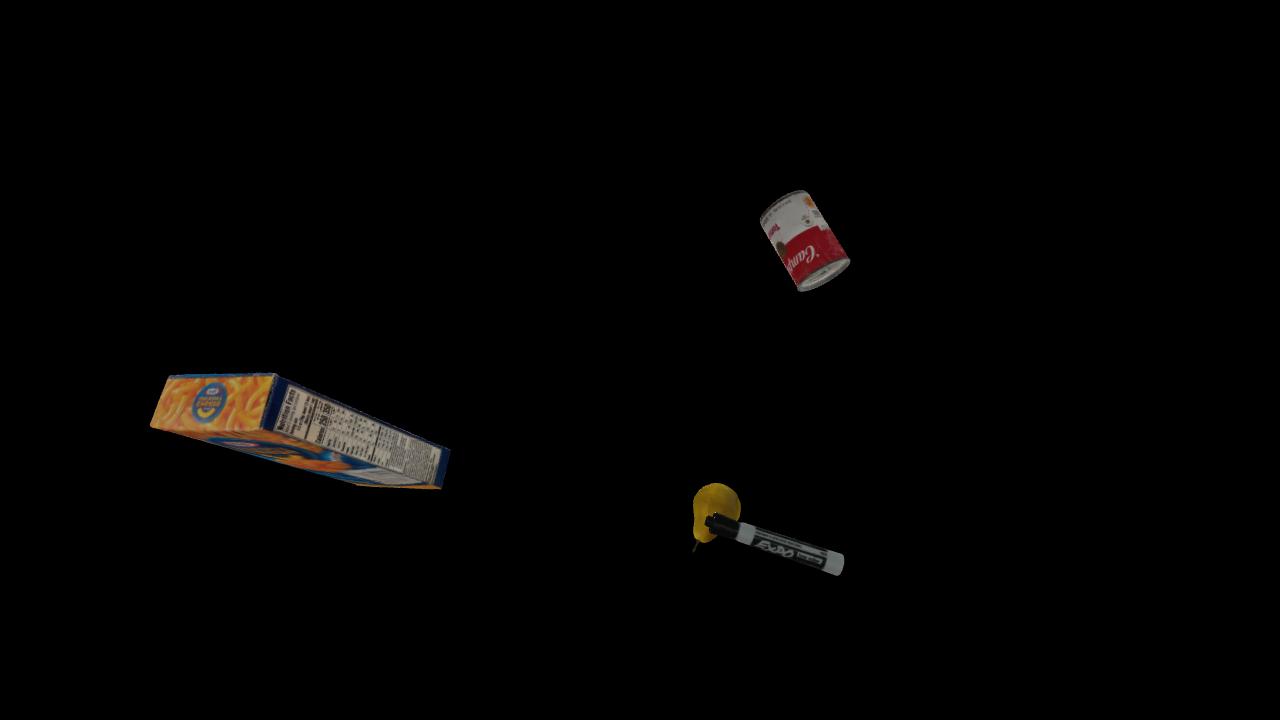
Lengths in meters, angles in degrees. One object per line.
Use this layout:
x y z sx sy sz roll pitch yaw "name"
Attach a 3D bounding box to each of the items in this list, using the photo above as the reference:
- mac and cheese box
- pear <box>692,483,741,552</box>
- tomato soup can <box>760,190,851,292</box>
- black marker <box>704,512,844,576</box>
-0.231 0.058 0.450 0.093 0.041 0.184 0 -22 19 "mac and cheese box"
0.111 0.249 0.967 0.080 0.080 0.111 0 41 34 "pear"
0.194 -0.142 0.729 0.068 0.101 0.068 -23 -16 -7 "tomato soup can"
0.114 0.158 0.530 0.121 0.020 0.020 18 1 3 "black marker"
